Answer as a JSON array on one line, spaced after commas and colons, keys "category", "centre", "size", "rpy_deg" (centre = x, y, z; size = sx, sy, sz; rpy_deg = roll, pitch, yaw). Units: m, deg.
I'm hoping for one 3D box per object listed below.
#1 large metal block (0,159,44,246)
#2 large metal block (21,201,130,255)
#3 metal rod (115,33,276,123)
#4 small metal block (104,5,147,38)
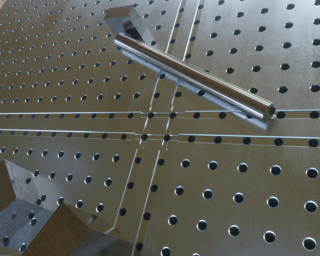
[{"category": "large metal block", "centre": [-0.227, 0.106, 0.446], "size": [0.080, 0.050, 0.080], "rpy_deg": [-42, 51, 0]}, {"category": "large metal block", "centre": [-0.092, 0.138, 0.337], "size": [0.050, 0.080, 0.080], "rpy_deg": [28, 77, 37]}, {"category": "metal rod", "centre": [0.028, -0.085, 0.445], "size": [0.025, 0.025, 0.300], "rpy_deg": [-50, 52, -7]}, {"category": "small metal block", "centre": [-0.059, -0.181, 0.535], "size": [0.050, 0.050, 0.025], "rpy_deg": [5, 65, 30]}]
